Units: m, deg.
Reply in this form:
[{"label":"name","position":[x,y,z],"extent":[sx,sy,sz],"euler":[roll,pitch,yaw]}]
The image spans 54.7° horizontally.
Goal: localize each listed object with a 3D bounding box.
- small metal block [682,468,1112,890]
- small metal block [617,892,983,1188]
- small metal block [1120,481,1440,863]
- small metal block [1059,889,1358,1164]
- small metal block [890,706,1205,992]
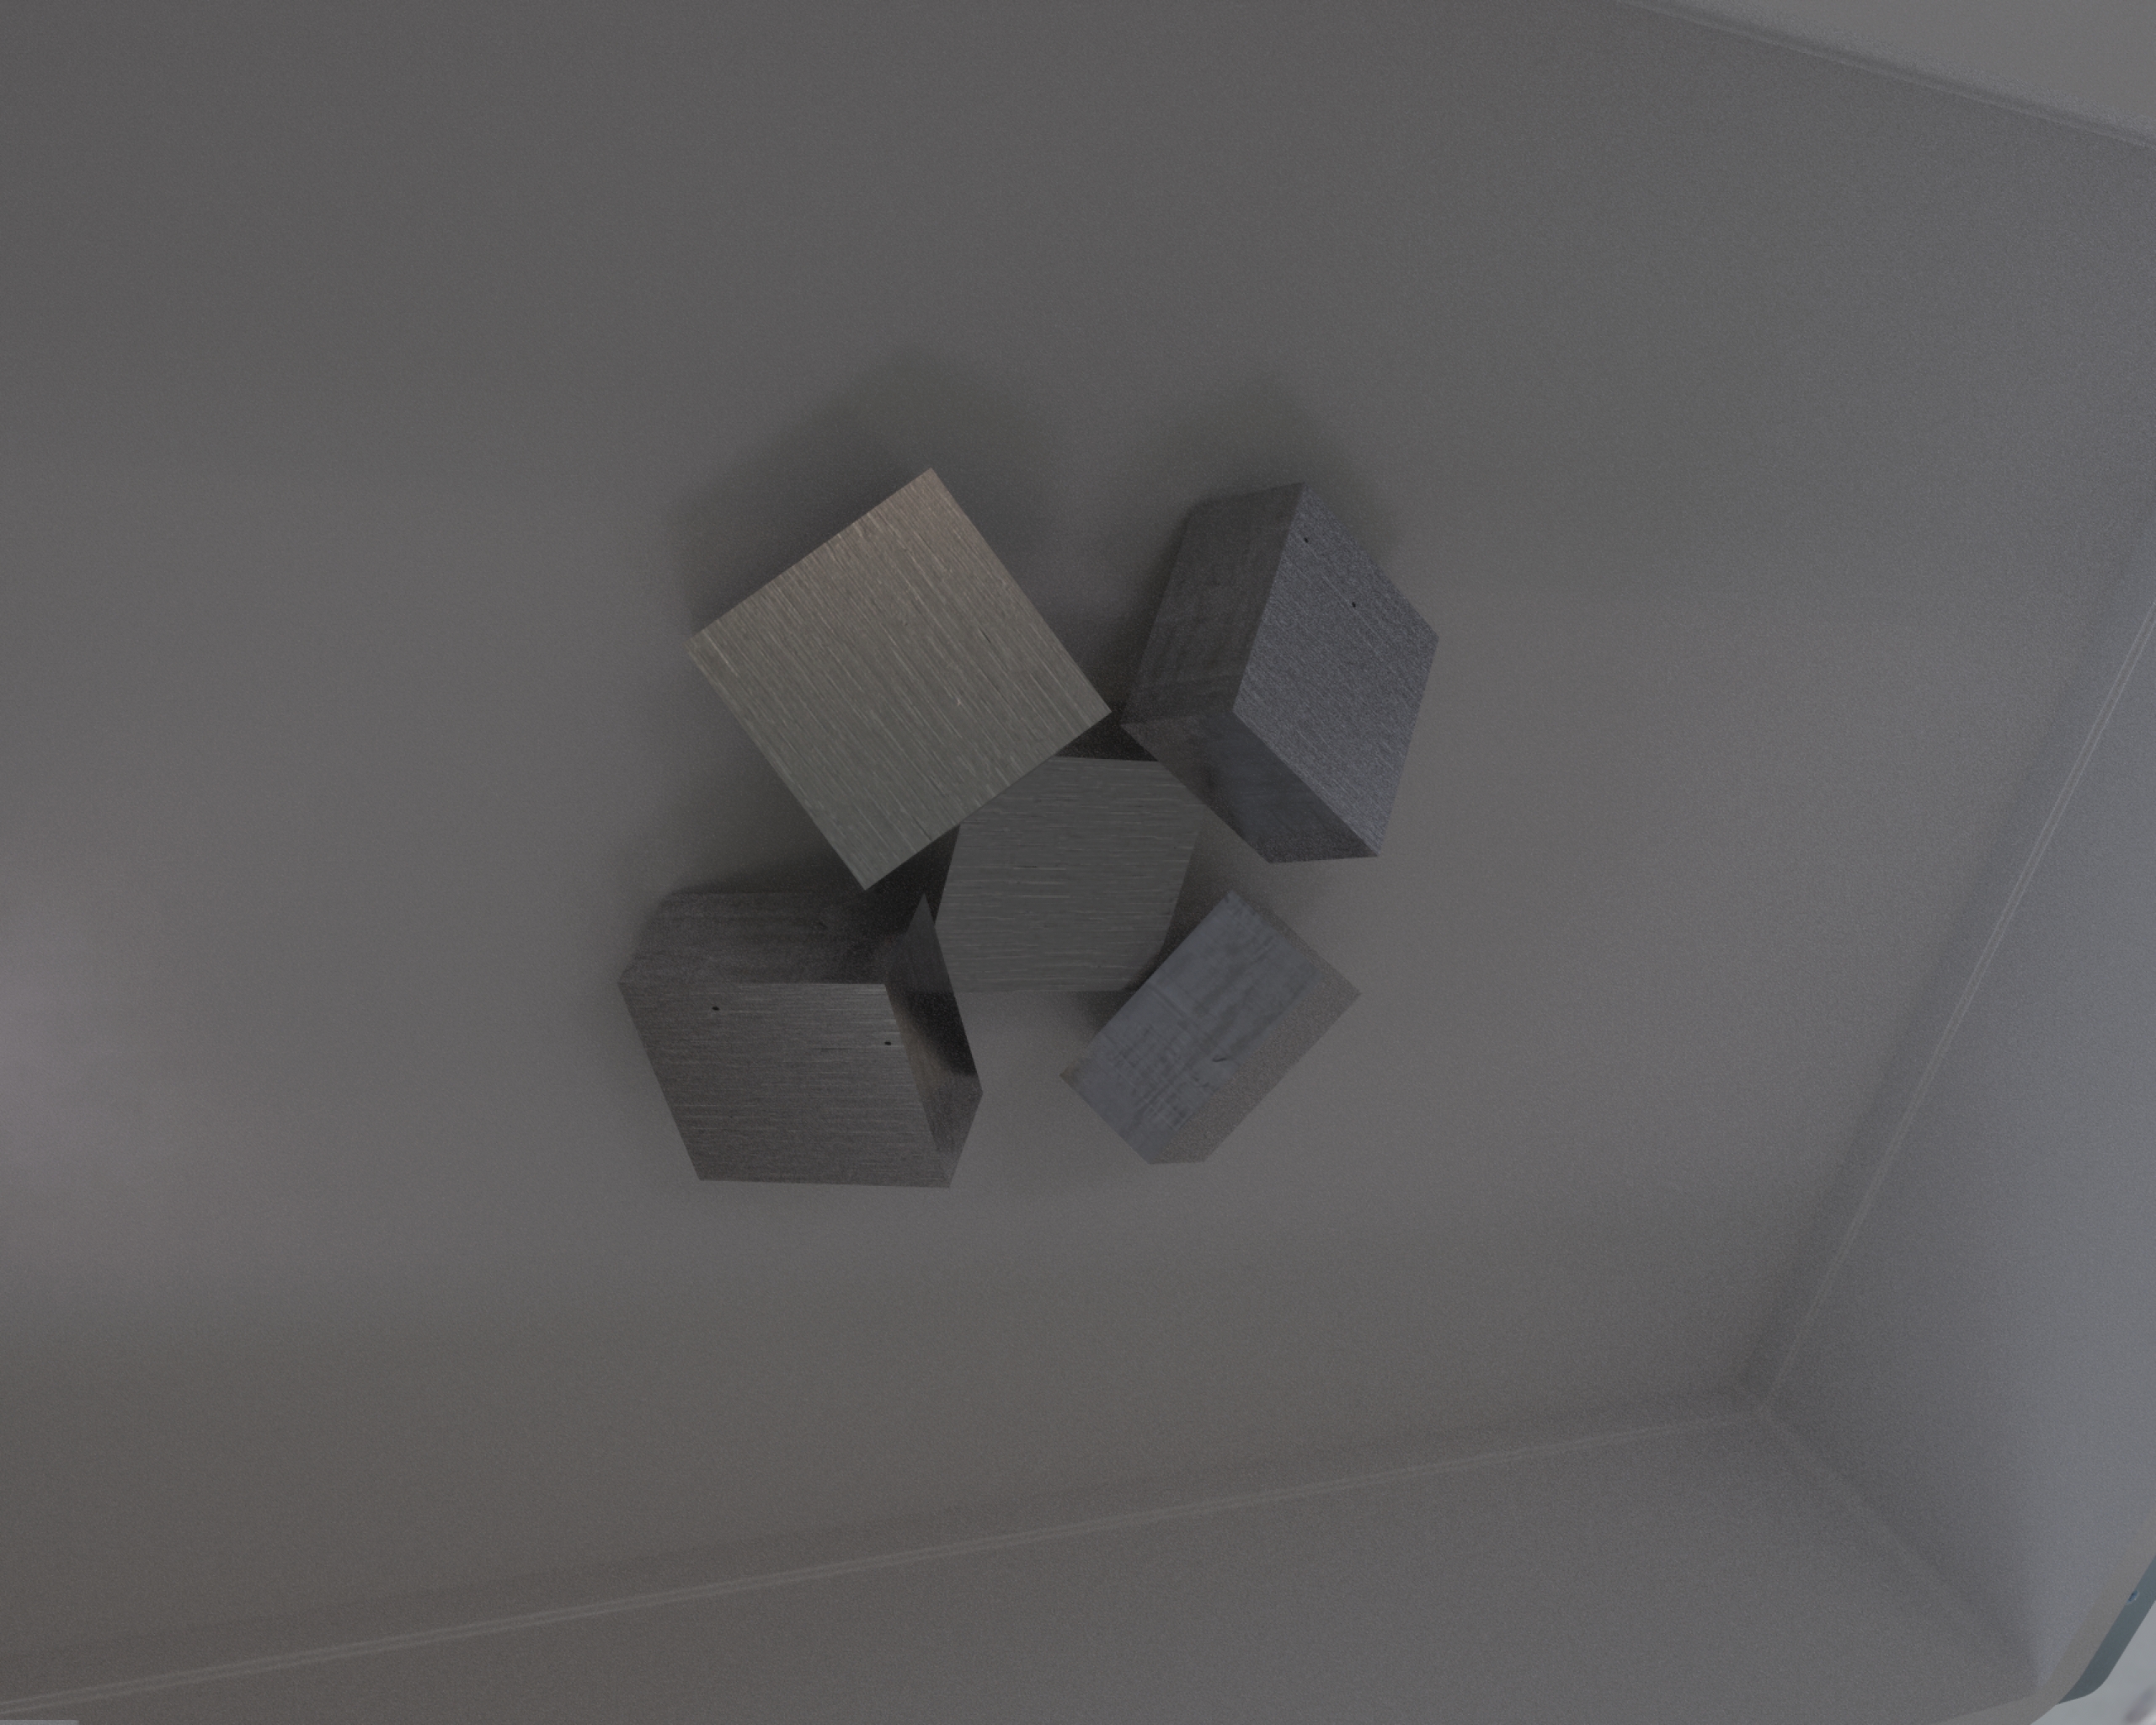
[{"label":"small metal block","position":[-0.030,-0.030,0.355],"extent":[0.050,0.025,0.050],"euler":[-36,92,-3]},{"label":"small metal block","position":[-0.050,0.033,0.384],"extent":[0.050,0.025,0.050],"euler":[-1,128,16]},{"label":"small metal block","position":[0.039,-0.034,0.390],"extent":[0.050,0.025,0.050],"euler":[40,58,-39]},{"label":"small metal block","position":[0.029,0.035,0.429],"extent":[0.050,0.025,0.050],"euler":[-48,163,5]},{"label":"small metal block","position":[-0.007,-0.003,0.400],"extent":[0.050,0.025,0.050],"euler":[1,118,-29]}]
